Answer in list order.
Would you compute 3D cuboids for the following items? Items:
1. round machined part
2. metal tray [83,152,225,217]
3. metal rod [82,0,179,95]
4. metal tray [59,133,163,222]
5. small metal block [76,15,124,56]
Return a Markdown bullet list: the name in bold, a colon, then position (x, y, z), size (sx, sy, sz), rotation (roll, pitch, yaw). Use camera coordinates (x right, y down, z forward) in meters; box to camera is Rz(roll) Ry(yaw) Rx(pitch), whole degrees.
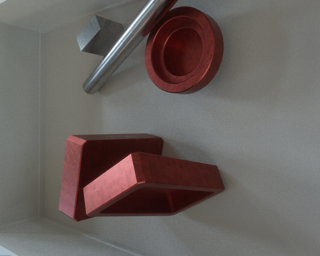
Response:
- **round machined part**: position (0.032, -0.088, 0.368), size (0.098, 0.042, 0.097), rotation (0, 90, 39)
- **metal tray**: position (-0.003, 0.067, 0.337), size (0.090, 0.131, 0.030), rotation (-36, 55, 34)
- **metal rod**: position (-0.031, -0.117, 0.384), size (0.299, 0.025, 0.025), rotation (-33, 70, 50)
- **metal tray**: position (-0.054, 0.054, 0.381), size (0.030, 0.131, 0.089), rotation (14, 99, 40)
- **small metal block**: position (-0.086, -0.135, 0.459), size (0.050, 0.050, 0.025), rotation (-35, 69, 34)
